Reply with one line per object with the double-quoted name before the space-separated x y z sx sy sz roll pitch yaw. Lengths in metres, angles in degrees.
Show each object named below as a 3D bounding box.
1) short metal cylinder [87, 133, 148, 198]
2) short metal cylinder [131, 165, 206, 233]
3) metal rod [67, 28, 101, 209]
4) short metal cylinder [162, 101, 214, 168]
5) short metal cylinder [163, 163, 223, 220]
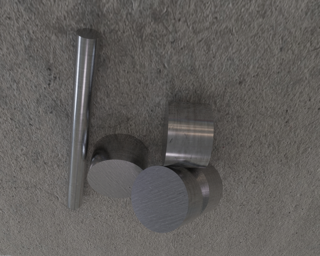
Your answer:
"short metal cylinder" -0.057 0.054 0.436 0.081 0.050 0.079 0 130 0
"short metal cylinder" 0.011 0.087 0.394 0.080 0.080 0.050 -34 161 25
"metal rod" -0.108 0.012 0.416 0.025 0.025 0.298 10 130 -8
"short metal cylinder" 0.031 0.008 0.378 0.050 0.080 0.079 4 130 -4
"short metal cylinder" 0.041 0.084 0.434 0.080 0.080 0.050 -34 161 25
